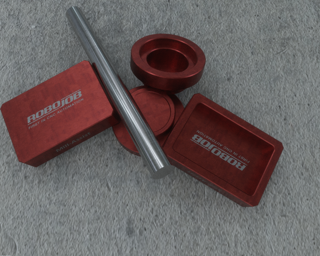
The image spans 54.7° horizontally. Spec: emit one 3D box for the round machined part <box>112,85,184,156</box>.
[{"bbox_3d":[-0.015,-0.014,0.406,0.099,0.042,0.098,0,70,0],"label":"round machined part"}]

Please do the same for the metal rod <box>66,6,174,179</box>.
[{"bbox_3d":[-0.064,-0.064,0.397,0.025,0.025,0.299,-26,59,-9],"label":"metal rod"}]

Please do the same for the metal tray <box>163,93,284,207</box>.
[{"bbox_3d":[0.076,0.027,0.386,0.130,0.030,0.090,31,72,0],"label":"metal tray"}]

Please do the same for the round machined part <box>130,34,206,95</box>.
[{"bbox_3d":[0.009,-0.083,0.419,0.099,0.042,0.098,4,48,-5],"label":"round machined part"}]

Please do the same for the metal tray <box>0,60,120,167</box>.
[{"bbox_3d":[-0.129,-0.019,0.401,0.130,0.030,0.090,-29,70,-1],"label":"metal tray"}]
